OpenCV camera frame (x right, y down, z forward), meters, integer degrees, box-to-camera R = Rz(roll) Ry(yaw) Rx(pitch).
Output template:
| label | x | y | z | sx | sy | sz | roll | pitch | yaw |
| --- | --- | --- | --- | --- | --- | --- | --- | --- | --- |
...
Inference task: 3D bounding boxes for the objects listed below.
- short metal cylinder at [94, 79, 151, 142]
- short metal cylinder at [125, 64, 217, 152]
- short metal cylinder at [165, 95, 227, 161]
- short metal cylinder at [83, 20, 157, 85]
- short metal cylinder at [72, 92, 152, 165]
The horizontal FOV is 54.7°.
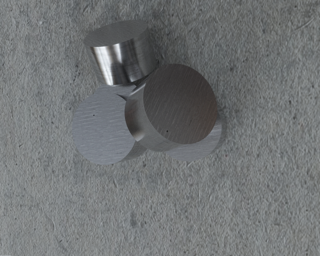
| label | x | y | z | sx | sy | sz | roll | pitch | yaw |
| --- | --- | --- | --- | --- | --- | --- | --- | --- | --- |
| short metal cylinder | -0.046 | -0.022 | 0.412 | 0.080 | 0.050 | 0.079 | 0 | 90 | 19 |
| short metal cylinder | 0.010 | -0.019 | 0.316 | 0.050 | 0.081 | 0.080 | -26 | 79 | 61 |
| short metal cylinder | 0.039 | -0.001 | 0.382 | 0.080 | 0.050 | 0.079 | 0 | 90 | 19 |
| short metal cylinder | -0.049 | -0.097 | 0.390 | 0.080 | 0.080 | 0.050 | 0 | 129 | 19 |
| short metal cylinder | -0.053 | 0.000 | 0.361 | 0.080 | 0.050 | 0.079 | 0 | 90 | 19 |
